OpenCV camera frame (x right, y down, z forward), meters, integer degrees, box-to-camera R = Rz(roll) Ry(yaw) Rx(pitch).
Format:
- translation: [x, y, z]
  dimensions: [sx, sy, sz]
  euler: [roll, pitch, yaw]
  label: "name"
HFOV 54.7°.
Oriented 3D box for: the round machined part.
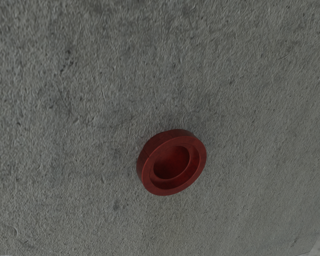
- translation: [0.012, 0.043, 0.432]
  dimensions: [0.099, 0.042, 0.097]
  euler: [-14, 125, -21]
  label: "round machined part"
